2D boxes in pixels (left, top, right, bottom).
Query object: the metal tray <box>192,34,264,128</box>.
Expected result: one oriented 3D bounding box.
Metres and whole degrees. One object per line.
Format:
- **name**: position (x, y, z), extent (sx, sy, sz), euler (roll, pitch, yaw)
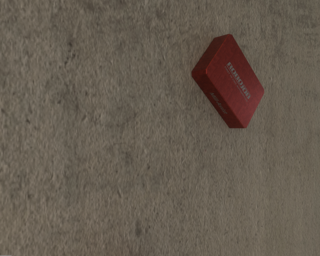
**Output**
- **metal tray**: position (0.114, -0.072, 0.500), extent (0.130, 0.030, 0.090), euler (48, 61, -30)
